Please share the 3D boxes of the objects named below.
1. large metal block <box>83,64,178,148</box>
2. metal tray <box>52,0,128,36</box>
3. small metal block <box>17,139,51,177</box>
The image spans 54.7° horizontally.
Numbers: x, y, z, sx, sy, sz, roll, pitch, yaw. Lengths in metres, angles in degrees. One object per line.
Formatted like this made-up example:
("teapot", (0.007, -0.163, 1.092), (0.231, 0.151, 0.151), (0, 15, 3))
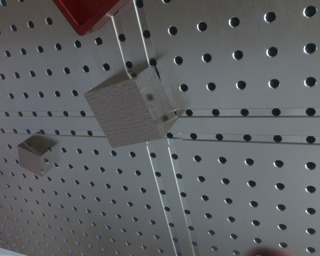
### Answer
("large metal block", (-0.036, -0.026, 0.396), (0.080, 0.050, 0.080), (-12, 113, 33))
("metal tray", (-0.095, -0.182, 0.343), (0.090, 0.030, 0.130), (-28, 103, 37))
("small metal block", (-0.227, 0.054, 0.561), (0.050, 0.025, 0.050), (22, 127, 14))
